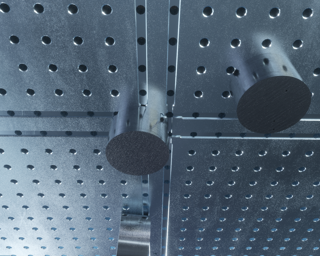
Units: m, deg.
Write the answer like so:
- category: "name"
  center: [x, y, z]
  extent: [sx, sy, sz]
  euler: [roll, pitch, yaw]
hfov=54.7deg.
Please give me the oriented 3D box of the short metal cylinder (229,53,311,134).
- category: "short metal cylinder"
  center: [0.126, -0.040, 0.363]
  extent: [0.081, 0.050, 0.079]
  euler: [0, 130, 0]

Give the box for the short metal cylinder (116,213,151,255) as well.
- category: "short metal cylinder"
  center: [-0.047, 0.191, 0.538]
  extent: [0.050, 0.080, 0.079]
  euler: [7, 130, -6]

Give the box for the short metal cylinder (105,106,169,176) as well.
- category: "short metal cylinder"
  center: [-0.028, 0.018, 0.410]
  extent: [0.081, 0.050, 0.079]
  euler: [0, 130, 0]
